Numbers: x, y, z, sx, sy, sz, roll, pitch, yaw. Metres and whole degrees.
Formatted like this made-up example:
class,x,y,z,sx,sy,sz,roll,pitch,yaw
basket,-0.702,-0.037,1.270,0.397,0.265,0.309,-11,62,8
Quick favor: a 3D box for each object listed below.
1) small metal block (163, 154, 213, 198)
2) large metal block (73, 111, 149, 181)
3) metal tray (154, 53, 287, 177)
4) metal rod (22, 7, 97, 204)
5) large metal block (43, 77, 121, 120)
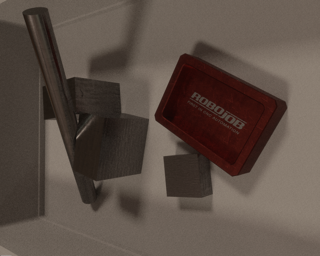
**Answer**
class,x,y,z,sx,sy,sz,roll,pitch,yaw
small metal block,0.034,0.057,0.378,0.050,0.025,0.050,-8,85,39
large metal block,-0.066,0.022,0.423,0.050,0.081,0.079,14,99,39
metal tray,0.061,-0.018,0.351,0.130,0.030,0.089,37,112,33
metal rod,-0.120,-0.003,0.408,0.025,0.025,0.298,31,140,35
large metal block,-0.116,-0.040,0.464,0.080,0.081,0.050,-6,86,39
